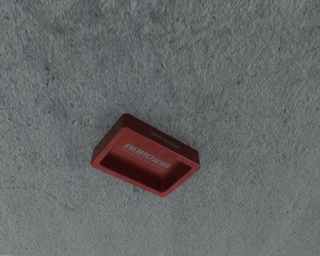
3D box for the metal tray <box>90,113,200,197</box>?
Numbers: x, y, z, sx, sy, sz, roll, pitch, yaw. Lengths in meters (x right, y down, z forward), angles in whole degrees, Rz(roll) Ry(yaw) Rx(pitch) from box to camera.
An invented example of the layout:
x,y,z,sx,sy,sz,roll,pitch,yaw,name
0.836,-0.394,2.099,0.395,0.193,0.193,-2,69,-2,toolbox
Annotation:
x,y,z,sx,sy,sz,roll,pitch,yaw,name
-0.020,0.044,0.443,0.131,0.030,0.090,29,124,-23,metal tray
